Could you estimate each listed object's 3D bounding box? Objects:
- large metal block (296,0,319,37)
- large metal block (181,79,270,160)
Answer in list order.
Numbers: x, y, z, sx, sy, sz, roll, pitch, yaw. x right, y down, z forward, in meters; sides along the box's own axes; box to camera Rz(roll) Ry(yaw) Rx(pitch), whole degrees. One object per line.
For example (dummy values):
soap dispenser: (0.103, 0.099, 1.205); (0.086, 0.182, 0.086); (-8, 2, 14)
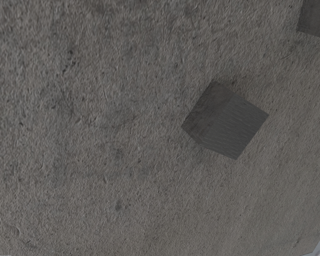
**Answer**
large metal block: (0.243, -0.169, 0.418); (0.081, 0.050, 0.079); (-11, 123, -23)
large metal block: (0.091, -0.010, 0.434); (0.080, 0.050, 0.080); (23, 106, -37)
